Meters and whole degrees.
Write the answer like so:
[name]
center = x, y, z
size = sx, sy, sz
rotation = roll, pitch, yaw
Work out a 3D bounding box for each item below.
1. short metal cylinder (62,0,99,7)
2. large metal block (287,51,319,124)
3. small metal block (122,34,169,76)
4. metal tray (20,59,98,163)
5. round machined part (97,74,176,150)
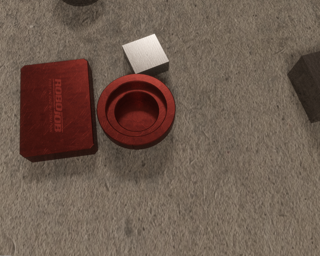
[short metal cylinder]
center = -0.127, -0.238, 0.480
size = 0.081, 0.050, 0.080
rotation = 0, 70, 0
[large metal block]
center = 0.236, -0.061, 0.420
size = 0.081, 0.050, 0.080
rotation = -15, 71, -6
[small metal block]
center = -0.020, -0.100, 0.445
size = 0.050, 0.025, 0.050
rotation = -23, 72, -9
[metal tray]
center = -0.135, -0.025, 0.413
size = 0.091, 0.030, 0.129
rotation = -7, 70, -3
[round machined part]
center = -0.030, -0.018, 0.405
size = 0.099, 0.042, 0.098
rotation = 0, 70, -1
